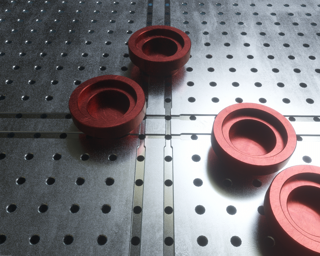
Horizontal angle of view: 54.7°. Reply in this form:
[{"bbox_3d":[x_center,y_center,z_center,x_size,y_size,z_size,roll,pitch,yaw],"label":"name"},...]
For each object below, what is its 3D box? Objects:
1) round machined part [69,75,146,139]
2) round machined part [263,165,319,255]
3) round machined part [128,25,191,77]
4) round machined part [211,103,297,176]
[{"bbox_3d":[-0.068,-0.024,0.416,0.099,0.042,0.098,0,50,0],"label":"round machined part"},{"bbox_3d":[0.158,0.090,0.323,0.099,0.042,0.098,0,50,0],"label":"round machined part"},{"bbox_3d":[-0.001,-0.120,0.497,0.099,0.042,0.098,0,50,0],"label":"round machined part"},{"bbox_3d":[0.112,0.017,0.383,0.099,0.042,0.098,0,50,0],"label":"round machined part"}]
